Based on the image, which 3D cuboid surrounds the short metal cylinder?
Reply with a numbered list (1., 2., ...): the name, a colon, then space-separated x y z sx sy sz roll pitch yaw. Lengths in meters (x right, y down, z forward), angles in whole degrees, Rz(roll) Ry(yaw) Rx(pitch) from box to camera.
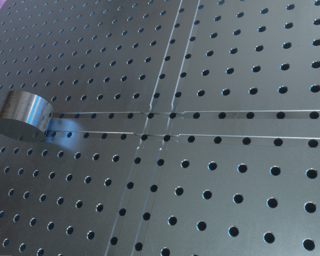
1. short metal cylinder: -0.219 -0.017 0.498 0.080 0.080 0.050 -7 59 24
